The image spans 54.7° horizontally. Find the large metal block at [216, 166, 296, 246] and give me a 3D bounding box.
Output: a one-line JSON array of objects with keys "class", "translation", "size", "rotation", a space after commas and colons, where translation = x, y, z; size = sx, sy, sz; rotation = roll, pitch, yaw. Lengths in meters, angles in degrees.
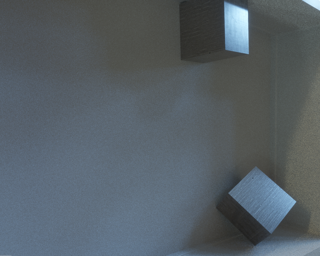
[{"class": "large metal block", "translation": [0.151, 0.121, 0.490], "size": [0.081, 0.050, 0.080], "rotation": [-32, 66, -36]}]

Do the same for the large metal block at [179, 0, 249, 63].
[{"class": "large metal block", "translation": [0.074, -0.139, 0.432], "size": [0.050, 0.080, 0.079], "rotation": [-3, 92, -40]}]
